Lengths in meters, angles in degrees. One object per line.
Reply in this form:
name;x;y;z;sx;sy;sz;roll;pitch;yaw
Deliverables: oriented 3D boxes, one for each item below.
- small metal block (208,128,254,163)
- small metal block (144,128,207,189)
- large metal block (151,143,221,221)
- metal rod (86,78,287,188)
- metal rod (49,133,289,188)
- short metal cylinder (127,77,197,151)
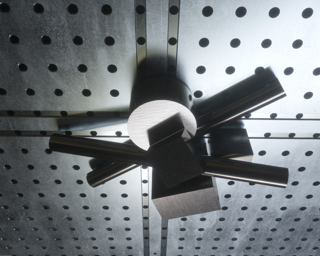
small metal block;0.092;0.026;0.414;0.050;0.050;0.025;1;130;0
small metal block;0.019;0.036;0.361;0.050;0.025;0.050;-28;102;22
large metal block;0.035;0.074;0.433;0.080;0.080;0.050;-14;129;11
metal rod;0.021;0.015;0.421;0.300;0.025;0.025;-27;125;21
metal rod;0.003;0.039;0.394;0.301;0.025;0.025;8;131;10
short metal cylinder;0.002;-0.015;0.377;0.081;0.050;0.079;0;129;0
